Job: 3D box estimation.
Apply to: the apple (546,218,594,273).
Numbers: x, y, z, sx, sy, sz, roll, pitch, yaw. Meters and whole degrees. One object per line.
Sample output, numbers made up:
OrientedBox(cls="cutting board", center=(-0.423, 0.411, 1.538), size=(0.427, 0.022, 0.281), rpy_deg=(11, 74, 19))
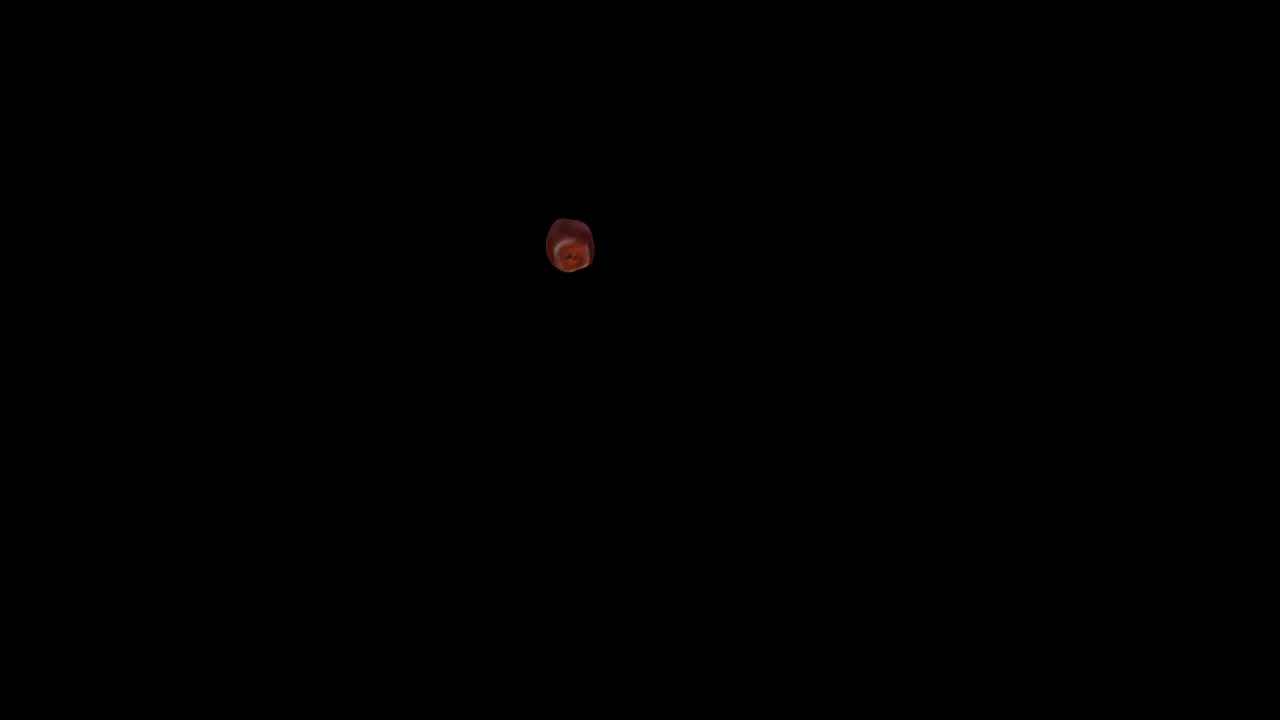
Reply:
OrientedBox(cls="apple", center=(-0.107, -0.176, 0.936), size=(0.079, 0.079, 0.093), rpy_deg=(0, 39, -7))
